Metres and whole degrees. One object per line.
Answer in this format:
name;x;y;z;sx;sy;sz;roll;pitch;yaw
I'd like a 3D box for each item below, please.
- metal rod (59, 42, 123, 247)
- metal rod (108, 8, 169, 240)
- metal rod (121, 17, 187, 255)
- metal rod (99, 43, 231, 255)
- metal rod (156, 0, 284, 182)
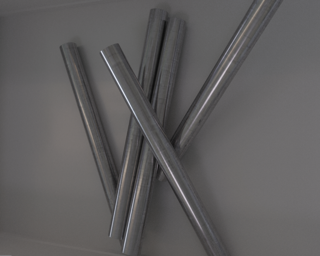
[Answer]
metal rod;-0.088;0.020;0.441;0.025;0.025;0.299;-21;83;19
metal rod;-0.028;-0.007;0.406;0.025;0.025;0.298;10;88;19
metal rod;-0.007;0.008;0.394;0.025;0.025;0.298;10;86;19
metal rod;0.011;0.040;0.370;0.025;0.025;0.299;-26;95;18
metal rod;0.066;-0.054;0.346;0.025;0.025;0.298;37;117;16
